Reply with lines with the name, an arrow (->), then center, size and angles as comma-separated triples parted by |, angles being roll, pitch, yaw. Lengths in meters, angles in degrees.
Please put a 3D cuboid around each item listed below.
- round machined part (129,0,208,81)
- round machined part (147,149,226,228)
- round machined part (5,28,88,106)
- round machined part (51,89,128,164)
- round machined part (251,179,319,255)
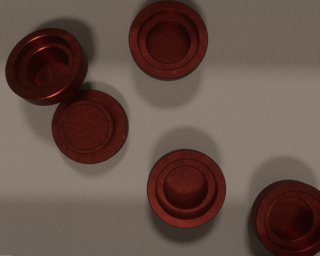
round machined part -> 0.010, -0.110, 0.403 | 0.099, 0.042, 0.097 | 0, 90, -1
round machined part -> 0.033, 0.075, 0.403 | 0.099, 0.042, 0.097 | 0, 90, -1
round machined part -> -0.137, -0.073, 0.391 | 0.098, 0.042, 0.098 | -3, 72, 9
round machined part -> -0.092, -0.002, 0.402 | 0.099, 0.042, 0.097 | 0, 90, -1
round machined part -> 0.168, 0.116, 0.405 | 0.099, 0.042, 0.097 | 0, 90, -1
